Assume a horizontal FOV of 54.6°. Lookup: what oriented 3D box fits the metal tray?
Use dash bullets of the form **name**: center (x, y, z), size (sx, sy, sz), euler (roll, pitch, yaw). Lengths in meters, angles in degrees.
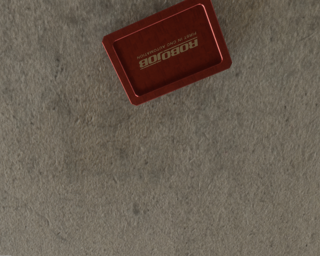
- **metal tray**: center (0.009, -0.092, 0.372), size (0.130, 0.030, 0.090), euler (-22, 109, 7)
